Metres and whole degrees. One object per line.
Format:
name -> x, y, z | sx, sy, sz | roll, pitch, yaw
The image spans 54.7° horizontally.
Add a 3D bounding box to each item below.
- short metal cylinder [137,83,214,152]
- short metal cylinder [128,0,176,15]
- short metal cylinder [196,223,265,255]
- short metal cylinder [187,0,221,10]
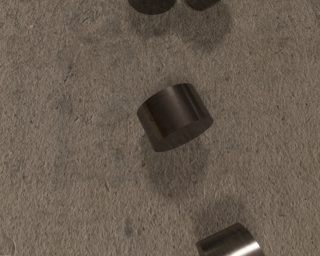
short metal cylinder -> 0.018, -0.011, 0.383 | 0.080, 0.080, 0.050 | -24, 72, -9
short metal cylinder -> -0.012, -0.223, 0.476 | 0.081, 0.050, 0.080 | 0, 70, 0
short metal cylinder -> 0.079, 0.148, 0.326 | 0.050, 0.080, 0.080 | -23, 72, -8
short metal cylinder -> 0.068, -0.223, 0.455 | 0.080, 0.050, 0.080 | 17, 66, -42
